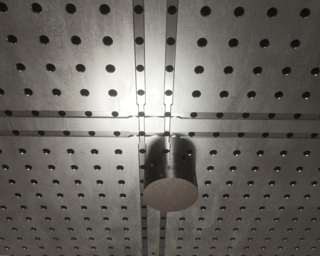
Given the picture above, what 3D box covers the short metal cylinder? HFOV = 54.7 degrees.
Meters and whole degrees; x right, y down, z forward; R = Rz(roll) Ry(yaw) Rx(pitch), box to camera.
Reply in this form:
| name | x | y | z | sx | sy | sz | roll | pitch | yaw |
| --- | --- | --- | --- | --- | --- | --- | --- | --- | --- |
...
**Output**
| name | x | y | z | sx | sy | sz | roll | pitch | yaw |
| --- | --- | --- | --- | --- | --- | --- | --- | --- | --- |
| short metal cylinder | 0.015 | 0.082 | 0.465 | 0.081 | 0.050 | 0.079 | 0 | 130 | 0 |
